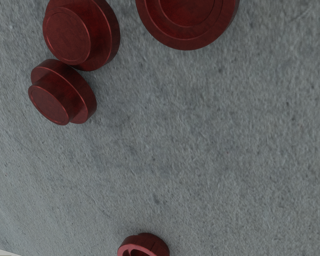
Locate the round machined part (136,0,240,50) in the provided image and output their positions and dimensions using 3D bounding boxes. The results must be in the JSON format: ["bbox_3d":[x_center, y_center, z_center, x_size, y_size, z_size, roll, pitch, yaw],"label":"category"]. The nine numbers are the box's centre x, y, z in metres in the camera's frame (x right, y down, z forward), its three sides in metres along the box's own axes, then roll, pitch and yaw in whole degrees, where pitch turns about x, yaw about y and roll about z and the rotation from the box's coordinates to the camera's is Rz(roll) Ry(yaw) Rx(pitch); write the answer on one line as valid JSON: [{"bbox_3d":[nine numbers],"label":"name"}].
[{"bbox_3d":[0.029,-0.129,0.300,0.098,0.042,0.097,13,124,20],"label":"round machined part"}]

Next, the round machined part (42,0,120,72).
[{"bbox_3d":[-0.102,-0.115,0.376,0.098,0.042,0.097,13,124,20],"label":"round machined part"}]

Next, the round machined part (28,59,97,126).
[{"bbox_3d":[-0.139,-0.042,0.425,0.098,0.042,0.097,23,143,19],"label":"round machined part"}]

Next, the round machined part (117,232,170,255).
[{"bbox_3d":[-0.022,0.224,0.544,0.098,0.042,0.097,13,124,20],"label":"round machined part"}]
